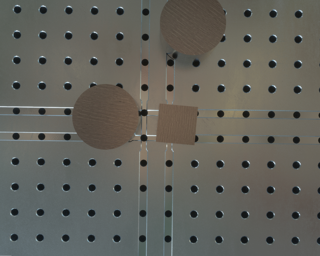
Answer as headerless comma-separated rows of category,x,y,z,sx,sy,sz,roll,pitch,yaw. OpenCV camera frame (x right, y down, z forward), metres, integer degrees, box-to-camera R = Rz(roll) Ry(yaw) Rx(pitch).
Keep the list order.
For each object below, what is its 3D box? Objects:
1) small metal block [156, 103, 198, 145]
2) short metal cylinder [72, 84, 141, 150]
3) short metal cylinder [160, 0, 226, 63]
small metal block,0.022,-0.005,0.413,0.050,0.025,0.050,5,90,0
short metal cylinder,-0.066,-0.014,0.400,0.081,0.050,0.080,0,90,0
short metal cylinder,0.040,-0.128,0.401,0.081,0.050,0.080,0,90,0
